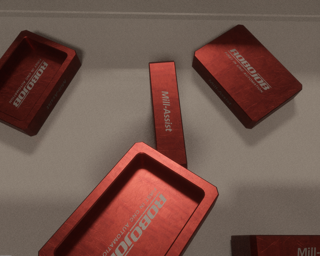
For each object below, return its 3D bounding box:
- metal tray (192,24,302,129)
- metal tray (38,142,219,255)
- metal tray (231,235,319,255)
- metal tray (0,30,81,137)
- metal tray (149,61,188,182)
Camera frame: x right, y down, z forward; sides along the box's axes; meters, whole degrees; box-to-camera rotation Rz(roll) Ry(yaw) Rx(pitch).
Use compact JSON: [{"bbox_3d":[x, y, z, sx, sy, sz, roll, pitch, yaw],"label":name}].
[{"bbox_3d":[0.119,-0.074,0.436,0.090,0.030,0.130,-34,74,-12],"label":"metal tray"},{"bbox_3d":[-0.021,0.084,0.262,0.090,0.030,0.130,31,61,18],"label":"metal tray"},{"bbox_3d":[0.151,0.130,0.329,0.131,0.090,0.030,0,70,0],"label":"metal tray"},{"bbox_3d":[-0.182,-0.064,0.428,0.090,0.030,0.130,24,71,8],"label":"metal tray"},{"bbox_3d":[0.007,-0.004,0.376,0.030,0.090,0.129,-5,70,-2],"label":"metal tray"}]
